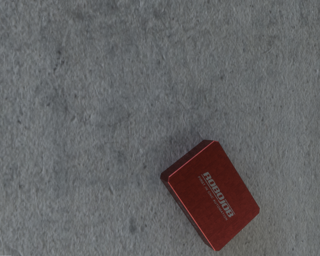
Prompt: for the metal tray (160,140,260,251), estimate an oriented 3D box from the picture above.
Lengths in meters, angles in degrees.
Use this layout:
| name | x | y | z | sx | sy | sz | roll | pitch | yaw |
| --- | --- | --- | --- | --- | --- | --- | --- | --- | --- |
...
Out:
| name | x | y | z | sx | sy | sz | roll | pitch | yaw |
| --- | --- | --- | --- | --- | --- | --- | --- | --- | --- |
| metal tray | 0.072 | 0.093 | 0.435 | 0.090 | 0.030 | 0.130 | -37 | 102 | -17 |
